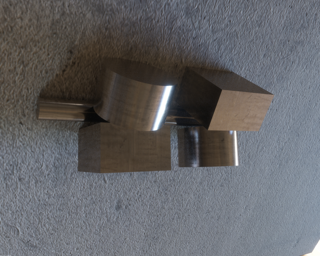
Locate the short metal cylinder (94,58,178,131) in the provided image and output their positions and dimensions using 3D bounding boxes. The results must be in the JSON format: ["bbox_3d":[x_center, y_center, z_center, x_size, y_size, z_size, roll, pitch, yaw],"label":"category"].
[{"bbox_3d":[-0.027,-0.038,0.334,0.081,0.080,0.050,3,117,-30],"label":"short metal cylinder"}]

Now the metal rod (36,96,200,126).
[{"bbox_3d":[0.002,-0.016,0.402,0.303,0.025,0.025,2,118,-30],"label":"metal rod"}]

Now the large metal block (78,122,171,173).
[{"bbox_3d":[-0.043,0.024,0.356,0.081,0.080,0.050,2,83,-30],"label":"large metal block"}]

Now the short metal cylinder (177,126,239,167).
[{"bbox_3d":[0.064,0.026,0.416,0.081,0.080,0.050,2,83,-29],"label":"short metal cylinder"}]

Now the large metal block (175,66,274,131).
[{"bbox_3d":[0.079,-0.038,0.392,0.081,0.080,0.050,1,118,-29],"label":"large metal block"}]
